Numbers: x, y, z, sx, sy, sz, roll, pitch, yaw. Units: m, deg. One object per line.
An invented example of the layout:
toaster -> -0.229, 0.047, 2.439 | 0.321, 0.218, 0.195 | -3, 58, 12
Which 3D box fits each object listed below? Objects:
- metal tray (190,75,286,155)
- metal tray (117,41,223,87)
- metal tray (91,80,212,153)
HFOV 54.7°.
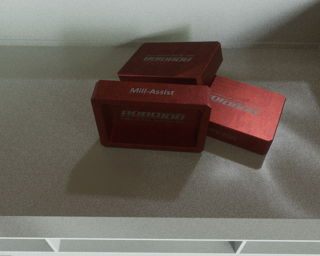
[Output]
metal tray -> 0.095, -0.025, 0.424 | 0.130, 0.030, 0.090 | 20, 53, 16
metal tray -> 0.015, -0.089, 0.452 | 0.130, 0.030, 0.090 | 7, 47, 28
metal tray -> -0.009, -0.011, 0.372 | 0.131, 0.089, 0.030 | 3, 50, 2
